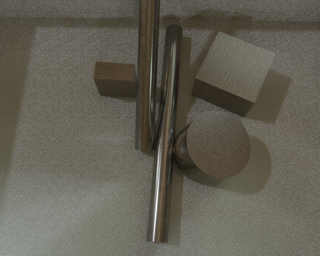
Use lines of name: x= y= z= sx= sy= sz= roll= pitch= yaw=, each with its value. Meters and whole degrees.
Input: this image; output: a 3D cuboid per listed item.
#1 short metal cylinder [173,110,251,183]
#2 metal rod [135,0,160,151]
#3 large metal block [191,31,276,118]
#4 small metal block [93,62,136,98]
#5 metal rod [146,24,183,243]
short metal cylinder: x=0.062 y=0.024 z=0.378 sx=0.081 sy=0.050 sz=0.080 roll=5 pitch=73 yaw=-15
metal rod: x=-0.014 y=-0.120 z=0.377 sx=0.025 sy=0.025 sz=0.298 roll=3 pitch=100 yaw=0
large metal block: x=0.098 y=-0.073 z=0.424 sx=0.080 sy=0.050 sz=0.080 roll=25 pitch=72 yaw=8
small metal block: x=-0.059 y=-0.064 z=0.419 sx=0.050 sy=0.050 sz=0.025 roll=4 pitch=70 yaw=1
metal rod: x=0.009 y=-0.007 z=0.412 sx=0.025 sy=0.025 sz=0.299 roll=5 pitch=70 yaw=1
